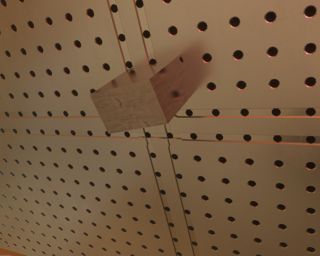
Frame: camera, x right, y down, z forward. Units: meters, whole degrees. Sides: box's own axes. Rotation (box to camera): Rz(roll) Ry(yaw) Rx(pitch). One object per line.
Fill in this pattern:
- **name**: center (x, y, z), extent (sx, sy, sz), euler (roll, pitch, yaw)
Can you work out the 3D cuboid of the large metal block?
- **large metal block**: center (-0.018, -0.039, 0.360), extent (0.080, 0.080, 0.050), euler (-9, 114, 32)
